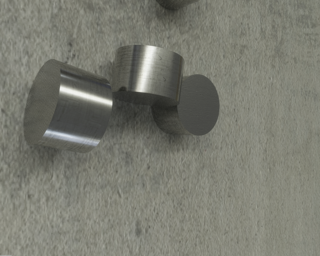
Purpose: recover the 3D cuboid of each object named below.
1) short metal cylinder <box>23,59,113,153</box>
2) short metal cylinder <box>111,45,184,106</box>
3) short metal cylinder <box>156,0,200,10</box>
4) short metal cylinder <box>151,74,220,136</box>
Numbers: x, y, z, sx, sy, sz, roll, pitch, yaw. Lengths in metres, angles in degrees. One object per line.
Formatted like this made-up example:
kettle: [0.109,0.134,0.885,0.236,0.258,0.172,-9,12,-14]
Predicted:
short metal cylinder: [-0.089,-0.019,0.295,0.050,0.080,0.080,16,80,-39]
short metal cylinder: [-0.015,-0.057,0.358,0.081,0.080,0.050,12,83,-40]
short metal cylinder: [0.028,-0.205,0.413,0.081,0.050,0.079,0,90,-40]
short metal cylinder: [0.035,-0.030,0.420,0.081,0.050,0.079,0,90,-40]
